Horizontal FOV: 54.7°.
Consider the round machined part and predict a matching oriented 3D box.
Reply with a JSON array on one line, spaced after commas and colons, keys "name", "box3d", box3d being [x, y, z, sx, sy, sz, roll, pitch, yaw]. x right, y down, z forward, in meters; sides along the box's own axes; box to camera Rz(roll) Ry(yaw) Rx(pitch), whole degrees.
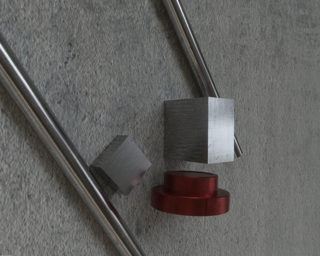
[{"name": "round machined part", "box3d": [0.039, 0.078, 0.392, 0.099, 0.098, 0.042, 4, 88, -40]}]

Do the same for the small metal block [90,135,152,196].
[{"name": "small metal block", "box3d": [-0.045, 0.044, 0.369, 0.050, 0.025, 0.050, -51, 120, -28]}]

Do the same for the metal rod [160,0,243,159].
[{"name": "metal rod", "box3d": [0.061, -0.080, 0.457, 0.025, 0.025, 0.299, -41, 115, -32]}]

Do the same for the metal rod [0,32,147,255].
[{"name": "metal rod", "box3d": [-0.090, 0.044, 0.330, 0.025, 0.025, 0.299, -42, 115, -32]}]

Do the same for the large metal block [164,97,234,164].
[{"name": "large metal block", "box3d": [0.050, 0.003, 0.413, 0.050, 0.080, 0.079, 0, 90, -40]}]
